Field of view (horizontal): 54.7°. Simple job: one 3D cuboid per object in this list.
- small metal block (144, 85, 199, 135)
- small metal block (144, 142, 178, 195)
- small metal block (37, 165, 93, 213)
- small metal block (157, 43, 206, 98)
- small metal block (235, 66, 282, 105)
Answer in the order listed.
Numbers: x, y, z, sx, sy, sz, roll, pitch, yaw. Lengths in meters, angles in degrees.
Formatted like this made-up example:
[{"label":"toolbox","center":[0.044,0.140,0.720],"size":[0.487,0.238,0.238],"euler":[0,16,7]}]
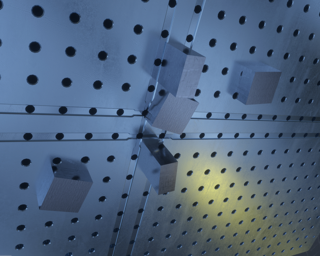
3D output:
[{"label":"small metal block","center":[0.015,-0.023,0.407],"size":[0.050,0.025,0.050],"euler":[17,109,-35]},{"label":"small metal block","center":[0.000,0.056,0.431],"size":[0.025,0.050,0.050],"euler":[-10,123,-24]},{"label":"small metal block","center":[-0.121,0.079,0.395],"size":[0.050,0.025,0.050],"euler":[17,110,-35]},{"label":"small metal block","center":[0.024,-0.069,0.367],"size":[0.025,0.050,0.050],"euler":[0,119,-29]},{"label":"small metal block","center":[0.144,-0.063,0.453],"size":[0.050,0.025,0.050],"euler":[-6,121,-26]}]
